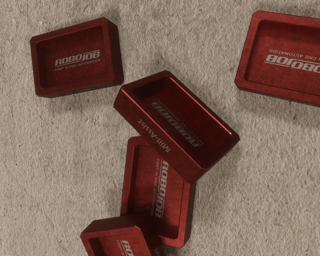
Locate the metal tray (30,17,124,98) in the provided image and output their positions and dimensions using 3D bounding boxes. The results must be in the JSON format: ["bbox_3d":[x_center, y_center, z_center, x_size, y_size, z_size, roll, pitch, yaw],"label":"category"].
[{"bbox_3d":[-0.122,-0.098,0.447,0.130,0.030,0.089,-8,87,19],"label":"metal tray"}]

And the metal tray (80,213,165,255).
[{"bbox_3d":[-0.037,0.178,0.396,0.090,0.030,0.129,-16,100,24],"label":"metal tray"}]

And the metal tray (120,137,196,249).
[{"bbox_3d":[-0.001,0.080,0.405,0.090,0.030,0.129,7,92,19],"label":"metal tray"}]

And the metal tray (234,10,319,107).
[{"bbox_3d":[0.160,-0.075,0.349,0.130,0.030,0.089,16,95,18],"label":"metal tray"}]

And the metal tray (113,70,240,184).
[{"bbox_3d":[0.021,-0.007,0.364,0.130,0.091,0.030,45,132,14],"label":"metal tray"}]
